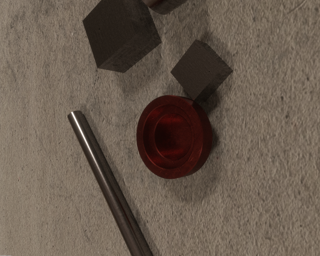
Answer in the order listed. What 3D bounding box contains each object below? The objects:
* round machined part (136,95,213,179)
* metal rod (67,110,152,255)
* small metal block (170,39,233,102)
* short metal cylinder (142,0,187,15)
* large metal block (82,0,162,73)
[{"bbox_3d":[0.021,0.010,0.375,0.098,0.042,0.097,0,90,39],"label":"round machined part"},{"bbox_3d":[-0.072,0.097,0.461,0.025,0.025,0.299,-45,63,30],"label":"metal rod"},{"bbox_3d":[0.048,-0.067,0.364,0.050,0.025,0.050,-50,61,28],"label":"small metal block"},{"bbox_3d":[0.007,-0.182,0.362,0.050,0.081,0.080,-23,76,37],"label":"short metal cylinder"},{"bbox_3d":[-0.055,-0.135,0.431,0.080,0.050,0.080,-31,71,35],"label":"large metal block"}]
